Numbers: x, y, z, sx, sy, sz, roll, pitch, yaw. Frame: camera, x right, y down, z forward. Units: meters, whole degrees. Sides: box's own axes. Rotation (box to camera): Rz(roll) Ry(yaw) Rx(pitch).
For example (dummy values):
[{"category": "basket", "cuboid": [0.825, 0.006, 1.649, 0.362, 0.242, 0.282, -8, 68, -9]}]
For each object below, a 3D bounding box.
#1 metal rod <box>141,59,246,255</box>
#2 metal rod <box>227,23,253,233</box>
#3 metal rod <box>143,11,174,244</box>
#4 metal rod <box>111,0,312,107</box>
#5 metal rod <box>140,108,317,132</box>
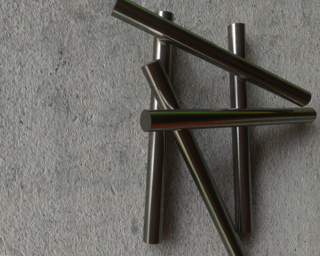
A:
[{"category": "metal rod", "cuboid": [0.050, 0.052, 0.410, 0.025, 0.025, 0.299, -31, 106, -17]}, {"category": "metal rod", "cuboid": [0.117, 0.001, 0.451, 0.025, 0.025, 0.298, -3, 91, -20]}, {"category": "metal rod", "cuboid": [-0.002, -0.001, 0.408, 0.025, 0.025, 0.298, 3, 89, -20]}, {"category": "metal rod", "cuboid": [0.081, -0.093, 0.410, 0.302, 0.025, 0.025, 21, 83, -19]}, {"category": "metal rod", "cuboid": [0.112, -0.014, 0.418, 0.303, 0.025, 0.025, -3, 91, -32]}]
